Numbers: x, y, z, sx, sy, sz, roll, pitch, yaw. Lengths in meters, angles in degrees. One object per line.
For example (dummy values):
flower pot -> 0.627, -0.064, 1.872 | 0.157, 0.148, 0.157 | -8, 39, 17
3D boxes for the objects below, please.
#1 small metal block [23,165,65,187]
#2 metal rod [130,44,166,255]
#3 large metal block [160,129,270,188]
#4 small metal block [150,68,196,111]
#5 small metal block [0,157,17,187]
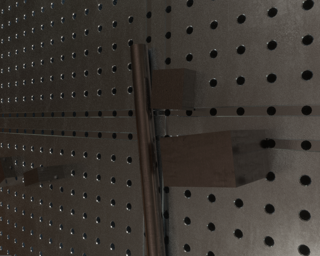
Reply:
small metal block -> -0.211, 0.087, 0.564 | 0.050, 0.050, 0.025 | -21, 77, 38
metal rod -> -0.016, 0.035, 0.420 | 0.025, 0.025, 0.298 | -8, 85, 39
large metal block -> 0.058, 0.031, 0.324 | 0.080, 0.081, 0.050 | -8, 85, 39
small metal block -> 0.016, -0.048, 0.394 | 0.050, 0.025, 0.050 | 5, 94, 39
small metal block -> -0.350, 0.099, 0.693 | 0.050, 0.025, 0.050 | -38, 67, 33
